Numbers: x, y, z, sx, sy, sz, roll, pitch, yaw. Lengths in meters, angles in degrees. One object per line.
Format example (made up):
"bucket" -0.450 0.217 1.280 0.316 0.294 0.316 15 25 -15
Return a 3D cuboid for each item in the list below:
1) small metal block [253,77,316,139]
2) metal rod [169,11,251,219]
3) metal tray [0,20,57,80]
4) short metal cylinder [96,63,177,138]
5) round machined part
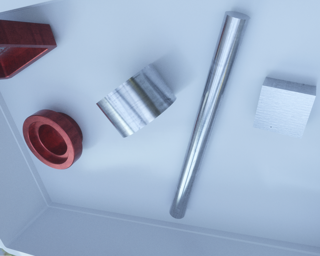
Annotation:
"small metal block" 0.130 -0.022 0.326 0.050 0.025 0.050 15 125 19
"metal rod" 0.051 0.010 0.386 0.025 0.025 0.298 22 127 14
"metal tray" -0.214 -0.099 0.412 0.130 0.091 0.030 -18 91 35
"short metal cylinder" -0.028 -0.033 0.366 0.080 0.080 0.050 -29 103 37
"round machined part" -0.163 0.014 0.490 0.098 0.042 0.097 13 124 20
